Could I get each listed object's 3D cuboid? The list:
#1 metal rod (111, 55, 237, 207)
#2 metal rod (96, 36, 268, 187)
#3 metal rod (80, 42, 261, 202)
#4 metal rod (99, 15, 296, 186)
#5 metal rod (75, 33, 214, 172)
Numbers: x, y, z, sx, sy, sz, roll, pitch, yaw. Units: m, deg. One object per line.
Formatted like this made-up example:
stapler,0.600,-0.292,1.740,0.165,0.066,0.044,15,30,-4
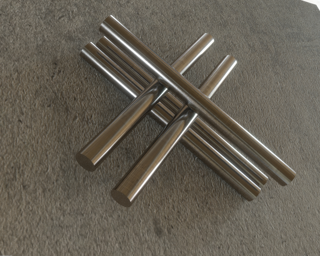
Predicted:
metal rod,0.036,-0.018,0.405,0.025,0.025,0.301,41,51,-1
metal rod,0.030,-0.020,0.435,0.300,0.025,0.025,41,51,-1
metal rod,0.014,-0.008,0.419,0.300,0.025,0.025,41,51,-1
metal rod,0.047,-0.033,0.388,0.300,0.025,0.025,40,51,-1
metal rod,0.000,-0.054,0.407,0.025,0.025,0.301,41,51,-1
